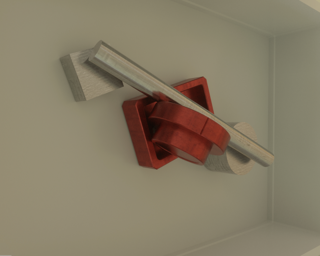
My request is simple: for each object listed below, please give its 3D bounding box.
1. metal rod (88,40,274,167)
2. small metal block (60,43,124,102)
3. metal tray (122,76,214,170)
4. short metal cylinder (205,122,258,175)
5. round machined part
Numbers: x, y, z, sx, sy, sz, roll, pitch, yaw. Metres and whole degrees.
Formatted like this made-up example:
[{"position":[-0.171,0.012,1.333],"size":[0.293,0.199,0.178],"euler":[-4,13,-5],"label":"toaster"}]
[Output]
[{"position":[0.048,-0.016,0.393],"size":[0.301,0.025,0.025],"euler":[29,72,-30],"label":"metal rod"},{"position":[-0.074,-0.061,0.343],"size":[0.050,0.025,0.050],"euler":[-28,108,-37],"label":"small metal block"},{"position":[0.019,-0.011,0.419],"size":[0.131,0.030,0.089],"euler":[-25,106,-38],"label":"metal tray"},{"position":[0.108,0.031,0.482],"size":[0.081,0.050,0.079],"euler":[0,90,-40],"label":"short metal cylinder"},{"position":[0.029,0.011,0.367],"size":[0.098,0.098,0.042],"euler":[34,77,-35],"label":"round machined part"}]
